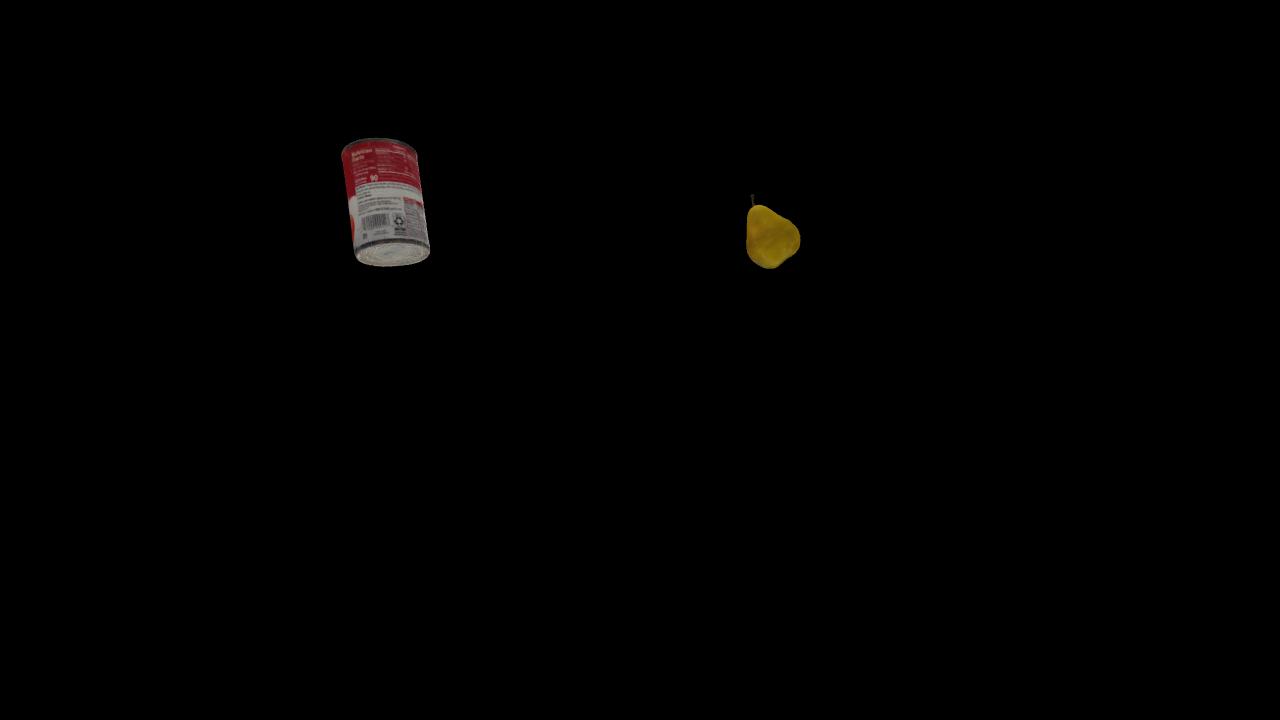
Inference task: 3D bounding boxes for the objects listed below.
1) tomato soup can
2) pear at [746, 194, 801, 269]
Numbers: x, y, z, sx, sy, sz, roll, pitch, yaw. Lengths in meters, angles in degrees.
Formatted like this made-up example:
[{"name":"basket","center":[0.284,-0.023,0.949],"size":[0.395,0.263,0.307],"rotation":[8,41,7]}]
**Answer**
[{"name":"tomato soup can","center":[-0.237,-0.145,0.576],"size":[0.068,0.101,0.068],"rotation":[-11,-8,-1]},{"name":"pear","center":[0.185,-0.193,0.918],"size":[0.080,0.111,0.080],"rotation":[-37,-3,-3]}]
